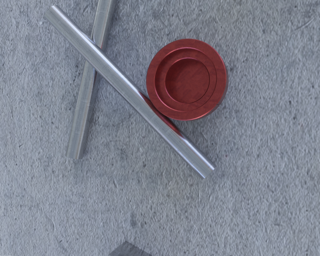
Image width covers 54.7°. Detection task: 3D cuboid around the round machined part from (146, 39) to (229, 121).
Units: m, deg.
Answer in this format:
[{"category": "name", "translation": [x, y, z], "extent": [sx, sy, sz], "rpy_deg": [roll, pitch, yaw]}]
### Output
[{"category": "round machined part", "translation": [0.036, -0.057, 0.387], "extent": [0.098, 0.042, 0.097], "rpy_deg": [0, 90, 19]}]

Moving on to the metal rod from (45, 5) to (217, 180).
[{"category": "metal rod", "translation": [-0.042, -0.051, 0.404], "extent": [0.300, 0.025, 0.025], "rpy_deg": [46, 104, 7]}]

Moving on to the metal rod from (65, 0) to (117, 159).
[{"category": "metal rod", "translation": [-0.091, -0.103, 0.439], "extent": [0.025, 0.025, 0.298], "rpy_deg": [15, 95, 19]}]

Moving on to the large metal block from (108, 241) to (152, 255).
[{"category": "large metal block", "translation": [-0.035, 0.211, 0.407], "extent": [0.080, 0.050, 0.080], "rpy_deg": [23, 97, 18]}]
